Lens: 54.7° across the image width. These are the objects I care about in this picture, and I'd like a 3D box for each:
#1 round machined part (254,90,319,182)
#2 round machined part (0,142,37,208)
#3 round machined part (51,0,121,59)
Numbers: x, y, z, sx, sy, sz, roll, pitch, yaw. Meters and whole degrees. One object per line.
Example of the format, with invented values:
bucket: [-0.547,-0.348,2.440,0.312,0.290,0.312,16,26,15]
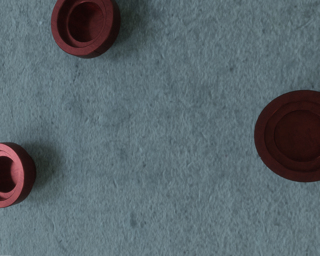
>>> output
round machined part: [0.157,0.008,0.345,0.098,0.042,0.097,0,90,19]
round machined part: [-0.234,0.071,0.480,0.098,0.042,0.097,0,90,19]
round machined part: [-0.098,-0.145,0.433,0.098,0.042,0.097,0,90,19]
